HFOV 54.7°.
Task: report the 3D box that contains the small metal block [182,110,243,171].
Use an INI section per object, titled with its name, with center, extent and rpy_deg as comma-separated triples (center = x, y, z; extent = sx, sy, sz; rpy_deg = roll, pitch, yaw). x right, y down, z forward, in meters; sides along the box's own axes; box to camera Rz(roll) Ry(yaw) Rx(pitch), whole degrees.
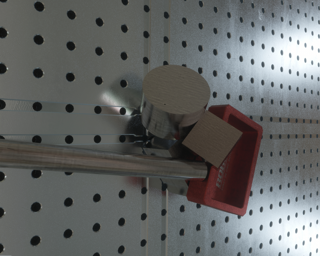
[small metal block]
center = 0.062, 0.015, 0.369
extent = 0.050, 0.050, 0.025
rpy_deg = -53, 163, -7

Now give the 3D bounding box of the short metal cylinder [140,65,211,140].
[short metal cylinder]
center = 0.017, -0.032, 0.381
extent = 0.080, 0.080, 0.050
rpy_deg = -42, 159, -32

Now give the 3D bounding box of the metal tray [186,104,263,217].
[metal tray]
center = 0.090, 0.044, 0.415
extent = 0.090, 0.030, 0.130
rpy_deg = 26, 73, -37

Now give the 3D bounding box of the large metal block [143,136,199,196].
[large metal block]
center = 0.036, 0.035, 0.424
extent = 0.080, 0.050, 0.080
rpy_deg = -43, 116, -32

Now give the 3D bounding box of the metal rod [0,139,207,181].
[metal rod]
center = -0.081, 0.031, 0.304
extent = 0.302, 0.025, 0.025
rpy_deg = 9, 84, -29
